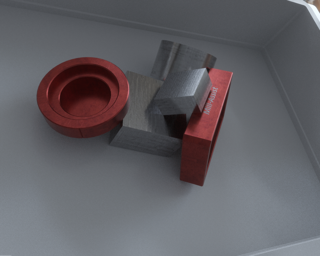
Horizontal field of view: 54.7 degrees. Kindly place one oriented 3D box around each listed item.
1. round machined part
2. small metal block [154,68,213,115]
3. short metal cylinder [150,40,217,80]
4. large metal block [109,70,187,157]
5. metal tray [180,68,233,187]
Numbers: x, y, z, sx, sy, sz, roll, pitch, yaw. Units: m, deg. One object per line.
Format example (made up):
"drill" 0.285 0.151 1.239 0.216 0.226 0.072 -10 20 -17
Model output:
"round machined part" -0.083 -0.030 0.352 0.099 0.042 0.098 1 59 -2
"small metal block" 0.028 -0.042 0.364 0.025 0.050 0.050 61 41 -36
"short metal cylinder" 0.032 -0.085 0.431 0.081 0.080 0.050 15 100 -20
"large metal block" -0.014 -0.016 0.391 0.081 0.050 0.080 14 56 -21
"metal tray" 0.060 -0.003 0.396 0.030 0.089 0.130 15 50 13
